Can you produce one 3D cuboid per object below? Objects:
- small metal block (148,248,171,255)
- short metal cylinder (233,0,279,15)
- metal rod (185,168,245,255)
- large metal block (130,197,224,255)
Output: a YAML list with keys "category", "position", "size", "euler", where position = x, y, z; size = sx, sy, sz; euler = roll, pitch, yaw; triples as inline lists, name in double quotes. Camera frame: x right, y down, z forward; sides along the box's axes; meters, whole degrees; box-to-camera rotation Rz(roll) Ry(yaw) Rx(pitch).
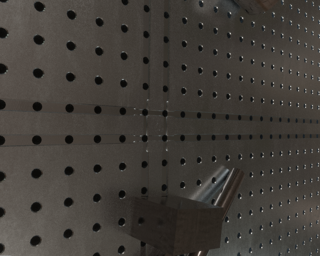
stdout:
- category: "small metal block"
  position: [0.004, 0.192, 0.415]
  size: [0.050, 0.025, 0.050]
  euler: [-48, 119, -29]
- category: "short metal cylinder"
  position: [0.157, -0.235, 0.508]
  size: [0.050, 0.080, 0.080]
  euler: [26, 74, -38]
- category: "metal rod"
  position: [0.055, 0.168, 0.431]
  size: [0.301, 0.025, 0.025]
  euler: [-50, 120, -38]
- category: "large metal block"
  position: [0.021, 0.119, 0.394]
  size: [0.081, 0.080, 0.050]
  euler: [11, 83, -40]
